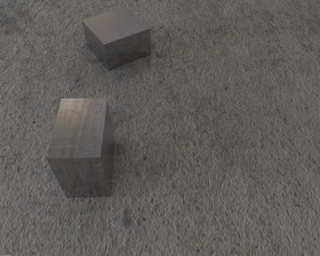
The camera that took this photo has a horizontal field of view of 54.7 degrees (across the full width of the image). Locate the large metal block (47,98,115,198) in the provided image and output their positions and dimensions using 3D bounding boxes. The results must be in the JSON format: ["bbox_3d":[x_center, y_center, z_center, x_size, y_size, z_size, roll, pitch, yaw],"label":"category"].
[{"bbox_3d":[-0.082,0.023,0.347,0.050,0.080,0.080,-1,50,-1],"label":"large metal block"}]

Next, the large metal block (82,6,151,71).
[{"bbox_3d":[-0.071,-0.149,0.512,0.081,0.050,0.080,-27,55,-21],"label":"large metal block"}]
